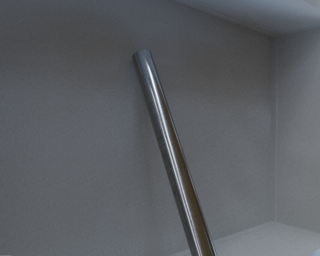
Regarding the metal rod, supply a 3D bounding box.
[{"bbox_3d":[0.019,0.045,0.344,0.025,0.025,0.299,-2,67,-40],"label":"metal rod"}]
